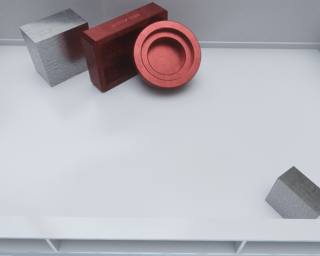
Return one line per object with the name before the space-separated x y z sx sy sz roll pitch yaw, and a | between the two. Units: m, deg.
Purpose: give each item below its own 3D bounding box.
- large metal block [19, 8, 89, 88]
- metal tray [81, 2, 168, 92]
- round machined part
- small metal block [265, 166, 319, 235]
large metal block | -0.151 -0.121 0.469 0.080 0.080 0.050 -33 58 -25
metal tray | -0.047 -0.121 0.463 0.131 0.089 0.030 -34 58 -25
round machined part | 0.008 -0.105 0.462 0.099 0.042 0.097 0 88 -9
small metal block | 0.145 0.077 0.326 0.025 0.050 0.050 -29 56 -22
